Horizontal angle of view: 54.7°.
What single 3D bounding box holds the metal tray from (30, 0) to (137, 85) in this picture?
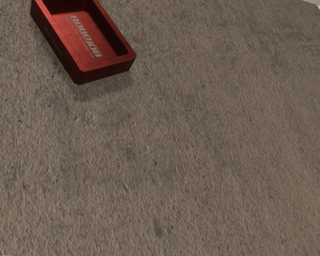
[{"bbox_3d":[-0.104,-0.128,0.423,0.091,0.030,0.130,-26,76,-37],"label":"metal tray"}]
